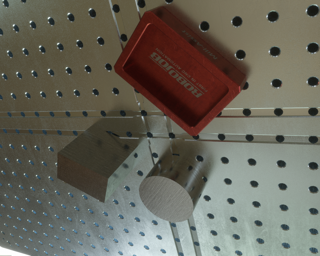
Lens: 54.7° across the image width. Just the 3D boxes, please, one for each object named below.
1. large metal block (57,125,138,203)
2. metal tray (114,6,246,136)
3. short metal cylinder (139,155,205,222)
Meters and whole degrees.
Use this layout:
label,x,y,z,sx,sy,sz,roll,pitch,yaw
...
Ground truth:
label,x,y,z,sx,sy,sz,roll,pitch,yaw
large metal block,-0.091,0.050,0.454,0.080,0.080,0.050,24,127,13
metal tray,0.020,-0.062,0.358,0.130,0.030,0.089,40,129,0
short metal cylinder,0.018,0.085,0.439,0.080,0.050,0.079,13,124,21
